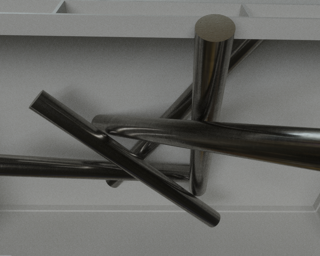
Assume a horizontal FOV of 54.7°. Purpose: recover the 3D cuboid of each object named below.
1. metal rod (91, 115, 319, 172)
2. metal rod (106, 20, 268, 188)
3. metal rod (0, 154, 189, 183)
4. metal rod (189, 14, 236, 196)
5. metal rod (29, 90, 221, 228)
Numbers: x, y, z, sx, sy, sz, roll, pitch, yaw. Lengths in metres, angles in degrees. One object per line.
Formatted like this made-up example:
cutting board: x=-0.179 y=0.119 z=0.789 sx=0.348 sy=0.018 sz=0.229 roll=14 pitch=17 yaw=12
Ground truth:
metal rod: x=0.010 y=0.004 z=0.288 sx=0.025 sy=0.025 sz=0.300 roll=43 pitch=159 yaw=-31
metal rod: x=0.015 y=-0.011 z=0.399 sx=0.025 sy=0.025 sz=0.299 roll=29 pitch=124 yaw=-23
metal rod: x=-0.073 y=0.055 z=0.405 sx=0.302 sy=0.025 sz=0.025 roll=7 pitch=132 yaw=-26
metal rod: x=0.044 y=0.012 z=0.321 sx=0.025 sy=0.025 sz=0.299 roll=-4 pitch=150 yaw=2
metal rod: x=-0.027 y=0.053 z=0.398 sx=0.301 sy=0.025 sz=0.025 roll=38 pitch=120 yaw=-25
